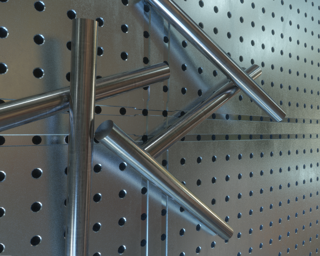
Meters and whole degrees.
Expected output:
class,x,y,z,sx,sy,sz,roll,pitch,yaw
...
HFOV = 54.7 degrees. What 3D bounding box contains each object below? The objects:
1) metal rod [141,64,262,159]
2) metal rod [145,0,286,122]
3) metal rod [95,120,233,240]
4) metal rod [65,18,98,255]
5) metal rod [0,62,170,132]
class,x,y,z,sx,sy,sz,roll,pitch,yaw
metal rod,0.070,-0.029,0.469,0.302,0.025,0.025,-36,113,-34
metal rod,0.097,-0.099,0.468,0.301,0.025,0.025,35,68,-27
metal rod,0.025,0.086,0.410,0.300,0.025,0.025,45,63,-38
metal rod,-0.082,0.043,0.319,0.025,0.025,0.298,-2,98,-40
metal rod,-0.105,-0.028,0.322,0.302,0.025,0.025,-24,105,-38
